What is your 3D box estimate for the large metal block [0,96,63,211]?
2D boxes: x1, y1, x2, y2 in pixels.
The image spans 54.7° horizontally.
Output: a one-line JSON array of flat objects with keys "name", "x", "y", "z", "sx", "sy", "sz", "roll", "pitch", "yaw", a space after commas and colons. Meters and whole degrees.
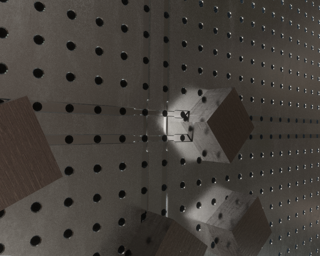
[{"name": "large metal block", "x": -0.146, "y": 0.024, "z": 0.271, "sx": 0.081, "sy": 0.050, "sz": 0.080, "roll": -30, "pitch": 109, "yaw": -36}]

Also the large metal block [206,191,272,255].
[{"name": "large metal block", "x": 0.131, "y": 0.163, "z": 0.506, "sx": 0.080, "sy": 0.050, "sz": 0.080, "roll": -39, "pitch": 114, "yaw": -33}]

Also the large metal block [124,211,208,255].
[{"name": "large metal block", "x": 0.005, "y": 0.167, "z": 0.400, "sx": 0.080, "sy": 0.050, "sz": 0.080, "roll": 45, "pitch": 63, "yaw": -31}]

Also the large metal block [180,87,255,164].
[{"name": "large metal block", "x": 0.090, "y": -0.005, "z": 0.471, "sx": 0.080, "sy": 0.050, "sz": 0.080, "roll": -49, "pitch": 119, "yaw": -29}]
